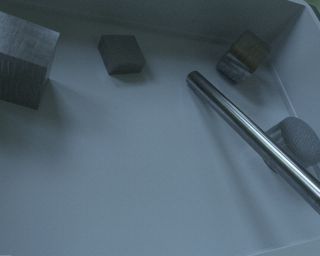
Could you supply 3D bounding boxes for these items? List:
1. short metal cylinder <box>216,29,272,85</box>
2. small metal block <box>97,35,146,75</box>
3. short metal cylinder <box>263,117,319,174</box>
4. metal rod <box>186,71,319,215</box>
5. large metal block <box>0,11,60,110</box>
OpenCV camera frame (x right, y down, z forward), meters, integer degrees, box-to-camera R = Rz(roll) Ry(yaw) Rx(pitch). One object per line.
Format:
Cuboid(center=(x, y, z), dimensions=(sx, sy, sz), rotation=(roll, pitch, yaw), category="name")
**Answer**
Cuboid(center=(0.139, -0.119, 0.520), dimensions=(0.050, 0.080, 0.080), rotation=(39, 51, -2), category="short metal cylinder")
Cuboid(center=(-0.055, -0.105, 0.441), dimensions=(0.050, 0.025, 0.050), rotation=(-10, 67, -33), category="small metal block")
Cuboid(center=(0.203, 0.029, 0.484), dimensions=(0.081, 0.050, 0.080), rotation=(14, 56, -21), category="short metal cylinder")
Cuboid(center=(0.120, 0.011, 0.388), dimensions=(0.025, 0.025, 0.300), rotation=(-5, 40, -31), category="metal rod")
Cuboid(center=(-0.160, -0.071, 0.328), dimensions=(0.081, 0.080, 0.050), rotation=(17, 55, -19), category="large metal block")
